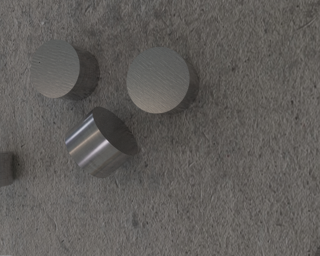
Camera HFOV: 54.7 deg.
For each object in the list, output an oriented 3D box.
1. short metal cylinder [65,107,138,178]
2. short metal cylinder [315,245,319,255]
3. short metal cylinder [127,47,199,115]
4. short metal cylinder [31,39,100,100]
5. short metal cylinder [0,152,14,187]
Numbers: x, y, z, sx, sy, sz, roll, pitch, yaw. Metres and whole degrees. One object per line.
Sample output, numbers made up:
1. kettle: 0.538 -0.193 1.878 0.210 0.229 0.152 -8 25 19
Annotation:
1. short metal cylinder: -0.075 0.018 0.406 0.050 0.080 0.080 -40 78 16
2. short metal cylinder: 0.207 0.157 0.322 0.080 0.050 0.080 0 90 20
3. short metal cylinder: 0.005 -0.057 0.394 0.080 0.050 0.080 0 90 20
4. short metal cylinder: -0.135 -0.081 0.443 0.080 0.050 0.080 0 90 20
5. short metal cylinder: -0.270 0.064 0.475 0.080 0.080 0.050 -3 89 20
